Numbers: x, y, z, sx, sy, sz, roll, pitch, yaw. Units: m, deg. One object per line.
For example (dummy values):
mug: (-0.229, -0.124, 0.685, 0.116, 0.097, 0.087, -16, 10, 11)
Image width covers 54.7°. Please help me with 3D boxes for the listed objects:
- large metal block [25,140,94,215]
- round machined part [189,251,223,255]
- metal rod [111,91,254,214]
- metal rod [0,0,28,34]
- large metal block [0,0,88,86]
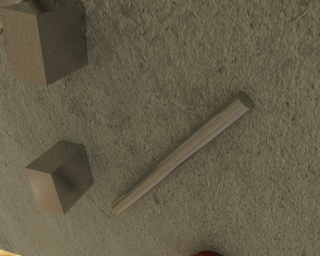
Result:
large metal block: (-0.158, 0.078, 0.500, 0.050, 0.080, 0.079, 8, 122, 23)
round machined part: (0.082, 0.238, 0.499, 0.098, 0.042, 0.097, 13, 124, 20)
metal rod: (0.011, 0.052, 0.431, 0.025, 0.025, 0.298, 43, 129, -2)
metal rod: (-0.126, -0.198, 0.348, 0.299, 0.025, 0.025, -27, 104, 37)
large metal block: (-0.134, -0.107, 0.374, 0.050, 0.080, 0.079, 17, 125, 18)
